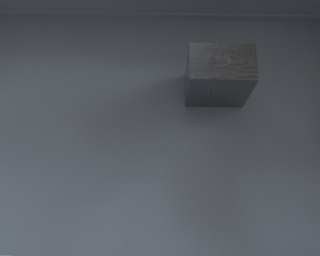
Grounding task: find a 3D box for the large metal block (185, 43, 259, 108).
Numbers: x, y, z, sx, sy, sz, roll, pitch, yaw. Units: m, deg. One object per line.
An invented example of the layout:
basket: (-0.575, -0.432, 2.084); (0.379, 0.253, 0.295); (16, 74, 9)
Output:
large metal block: (0.075, -0.066, 0.405); (0.080, 0.080, 0.050); (1, 70, 0)
